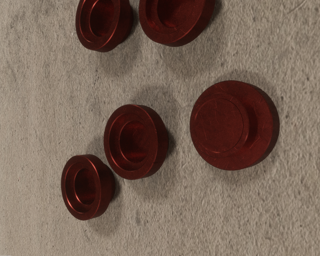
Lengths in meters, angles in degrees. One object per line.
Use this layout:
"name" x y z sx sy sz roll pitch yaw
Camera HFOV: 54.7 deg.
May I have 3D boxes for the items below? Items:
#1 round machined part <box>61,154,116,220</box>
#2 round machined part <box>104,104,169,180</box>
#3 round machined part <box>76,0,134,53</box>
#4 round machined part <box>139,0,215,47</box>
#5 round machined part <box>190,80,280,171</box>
"round machined part" -0.107 0.089 0.480 0.098 0.042 0.097 0 90 39
"round machined part" -0.027 0.018 0.414 0.098 0.042 0.097 0 90 39
"round machined part" -0.078 -0.160 0.455 0.098 0.042 0.097 0 90 39
"round machined part" 0.024 -0.146 0.372 0.098 0.042 0.097 0 90 39
"round machined part" 0.072 -0.003 0.333 0.098 0.042 0.097 0 90 39
